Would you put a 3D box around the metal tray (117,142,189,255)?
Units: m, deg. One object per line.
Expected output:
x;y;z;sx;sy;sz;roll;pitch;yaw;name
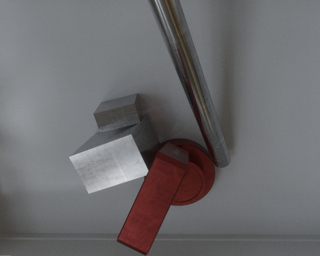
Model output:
-0.001;0.066;0.334;0.030;0.130;0.090;25;93;4;metal tray

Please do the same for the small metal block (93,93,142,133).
-0.051;-0.020;0.390;0.050;0.050;0.025;-14;109;5;small metal block

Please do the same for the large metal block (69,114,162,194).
-0.050;0.029;0.384;0.080;0.080;0.050;-20;104;16;large metal block

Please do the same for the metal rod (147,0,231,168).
0.035;-0.048;0.325;0.025;0.025;0.299;-21;136;7;metal rod

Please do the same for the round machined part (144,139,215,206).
0.027;0.067;0.427;0.099;0.042;0.097;0;110;-1;round machined part
